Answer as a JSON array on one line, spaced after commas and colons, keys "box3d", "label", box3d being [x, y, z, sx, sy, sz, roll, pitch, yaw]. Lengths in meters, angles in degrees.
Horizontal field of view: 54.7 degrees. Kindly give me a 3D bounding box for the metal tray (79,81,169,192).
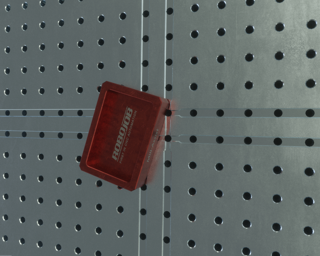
[{"box3d": [-0.050, 0.010, 0.426, 0.090, 0.030, 0.129, 19, 96, 18], "label": "metal tray"}]
